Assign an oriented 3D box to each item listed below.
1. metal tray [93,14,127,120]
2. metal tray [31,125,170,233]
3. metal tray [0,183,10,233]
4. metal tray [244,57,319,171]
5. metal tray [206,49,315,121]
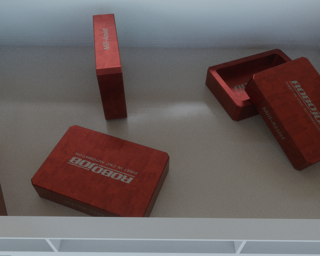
[{"bbox_3d":[-0.070,-0.087,0.434,0.030,0.089,0.130,-7,51,-6],"label":"metal tray"},{"bbox_3d":[-0.064,0.053,0.356,0.131,0.030,0.090,16,52,12],"label":"metal tray"},{"bbox_3d":[-0.201,0.041,0.325,0.030,0.089,0.130,-22,54,-18],"label":"metal tray"},{"bbox_3d":[0.182,-0.022,0.397,0.091,0.030,0.130,-21,71,-16],"label":"metal tray"},{"bbox_3d":[0.146,-0.067,0.460,0.131,0.030,0.090,-17,52,-15],"label":"metal tray"}]
